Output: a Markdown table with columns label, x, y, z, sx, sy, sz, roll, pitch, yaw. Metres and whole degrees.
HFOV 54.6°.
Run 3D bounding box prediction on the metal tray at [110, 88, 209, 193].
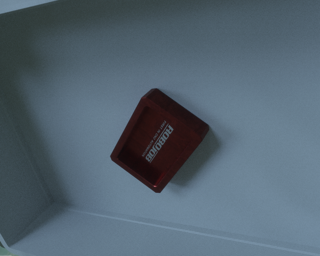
| label | x | y | z | sx | sy | sz | roll | pitch | yaw |
| --- | --- | --- | --- | --- | --- | --- | --- | --- | --- |
| metal tray | -0.005 | 0.022 | 0.421 | 0.090 | 0.030 | 0.129 | 36 | 129 | 4 |
